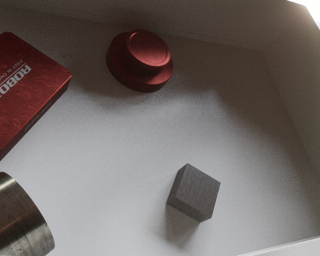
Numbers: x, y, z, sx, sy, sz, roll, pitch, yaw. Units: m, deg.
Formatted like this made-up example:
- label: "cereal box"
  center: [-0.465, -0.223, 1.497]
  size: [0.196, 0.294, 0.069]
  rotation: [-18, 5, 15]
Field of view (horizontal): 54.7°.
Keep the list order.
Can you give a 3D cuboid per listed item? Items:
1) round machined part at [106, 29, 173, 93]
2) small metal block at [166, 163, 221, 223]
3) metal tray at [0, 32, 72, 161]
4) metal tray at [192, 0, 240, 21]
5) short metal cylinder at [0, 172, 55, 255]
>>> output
- label: "round machined part"
  center: [-0.024, -0.103, 0.446]
  size: [0.099, 0.042, 0.098]
  rotation: [14, 56, -21]
- label: "small metal block"
  center: [0.042, 0.080, 0.381]
  size: [0.050, 0.025, 0.050]
  rotation: [32, 51, -8]
- label: "metal tray"
  center: [-0.170, -0.039, 0.335]
  size: [0.090, 0.030, 0.130]
  rotation: [34, 51, -6]
- label: "metal tray"
  center: [0.104, -0.286, 0.637]
  size: [0.091, 0.030, 0.130]
  rotation: [2, 61, -28]
- label: "short metal cylinder"
  center: [-0.131, 0.083, 0.250]
  size: [0.050, 0.080, 0.080]
  rotation: [-35, 82, -38]
